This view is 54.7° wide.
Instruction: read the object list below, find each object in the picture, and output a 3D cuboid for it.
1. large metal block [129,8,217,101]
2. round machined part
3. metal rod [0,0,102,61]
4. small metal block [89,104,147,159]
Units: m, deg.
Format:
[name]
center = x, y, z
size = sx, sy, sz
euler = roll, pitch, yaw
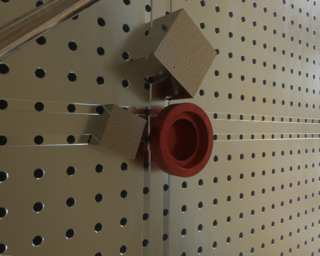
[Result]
[large metal block]
center = 0.020, -0.094, 0.409
size = 0.080, 0.050, 0.080
euler = 43, 64, -32
[round machined part]
center = 0.024, 0.015, 0.418
size = 0.099, 0.042, 0.097
euler = 0, 90, -40
[metal rod]
center = -0.106, -0.120, 0.319
size = 0.301, 0.025, 0.025
euler = -46, 118, -30
[small metal block]
center = -0.049, 0.005, 0.368
size = 0.050, 0.025, 0.050
euler = 27, 73, -37
